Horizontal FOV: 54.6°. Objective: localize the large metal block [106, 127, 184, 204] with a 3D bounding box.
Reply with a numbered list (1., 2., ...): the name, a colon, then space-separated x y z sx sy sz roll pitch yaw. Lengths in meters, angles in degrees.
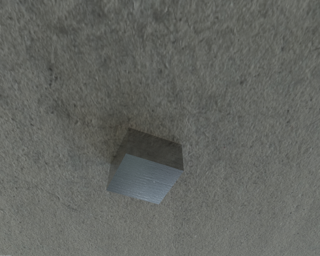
1. large metal block: -0.022 0.055 0.437 0.080 0.050 0.080 19 128 -16
